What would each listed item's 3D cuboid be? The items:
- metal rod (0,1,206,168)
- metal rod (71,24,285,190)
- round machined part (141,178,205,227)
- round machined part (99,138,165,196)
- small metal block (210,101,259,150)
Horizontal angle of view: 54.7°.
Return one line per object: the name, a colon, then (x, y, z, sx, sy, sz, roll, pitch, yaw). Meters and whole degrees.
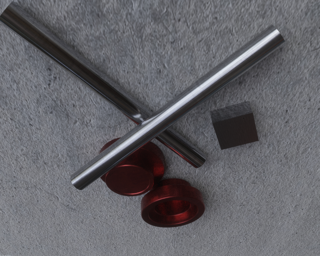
metal rod: (-0.048, -0.035, 0.377, 0.025, 0.025, 0.301, -37, 122, 27)
metal rod: (0.008, -0.014, 0.367, 0.300, 0.025, 0.025, -36, 122, 16)
round machined part: (0.019, 0.115, 0.489, 0.099, 0.042, 0.097, -4, 137, -4)
round machined part: (-0.043, 0.062, 0.448, 0.099, 0.042, 0.097, 0, 130, 0)
small metal block: (0.098, -0.003, 0.406, 0.050, 0.025, 0.050, -16, 129, 12)
